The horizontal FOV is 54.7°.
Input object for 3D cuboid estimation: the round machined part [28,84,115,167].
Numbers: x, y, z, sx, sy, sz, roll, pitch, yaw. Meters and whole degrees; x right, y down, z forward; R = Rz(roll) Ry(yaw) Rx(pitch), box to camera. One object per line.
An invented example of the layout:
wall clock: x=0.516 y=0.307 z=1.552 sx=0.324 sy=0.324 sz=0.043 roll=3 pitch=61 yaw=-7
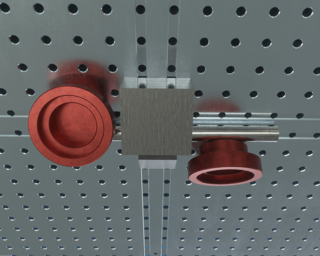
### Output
round machined part: x=-0.103 y=-0.005 z=0.378 sx=0.099 sy=0.042 sz=0.097 roll=0 pitch=104 yaw=-1

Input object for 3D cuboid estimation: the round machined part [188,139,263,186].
round machined part: x=0.087 y=0.047 z=0.425 sx=0.099 sy=0.042 sz=0.098 roll=0 pitch=156 yaw=0

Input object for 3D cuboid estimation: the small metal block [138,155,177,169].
small metal block: x=-0.003 y=0.039 z=0.432 sx=0.050 sy=0.025 sz=0.050 roll=0 pitch=159 yaw=-1

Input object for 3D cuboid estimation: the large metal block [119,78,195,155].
large metal block: x=-0.004 y=-0.015 z=0.368 sx=0.081 sy=0.050 sz=0.079 roll=0 pitch=112 yaw=-1

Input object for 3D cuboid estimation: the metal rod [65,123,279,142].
metal rod: x=0.006 y=0.006 z=0.418 sx=0.302 sy=0.025 sz=0.025 roll=0 pitch=130 yaw=-1
